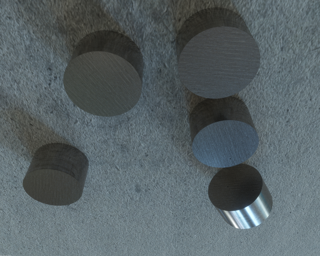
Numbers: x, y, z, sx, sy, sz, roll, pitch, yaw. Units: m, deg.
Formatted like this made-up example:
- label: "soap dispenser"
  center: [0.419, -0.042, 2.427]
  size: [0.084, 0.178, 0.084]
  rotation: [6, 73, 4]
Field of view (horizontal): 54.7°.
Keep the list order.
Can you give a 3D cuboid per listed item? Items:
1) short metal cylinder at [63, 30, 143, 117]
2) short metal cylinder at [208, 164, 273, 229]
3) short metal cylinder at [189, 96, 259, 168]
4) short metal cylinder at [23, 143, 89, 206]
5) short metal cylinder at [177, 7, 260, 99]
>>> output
- label: "short metal cylinder"
  center: [-0.059, -0.059, 0.340]
  size: [0.081, 0.050, 0.079]
  rotation: [0, 130, 0]
- label: "short metal cylinder"
  center: [0.118, 0.100, 0.457]
  size: [0.080, 0.080, 0.050]
  rotation: [-23, 127, 18]
- label: "short metal cylinder"
  center: [0.079, 0.005, 0.396]
  size: [0.081, 0.050, 0.079]
  rotation: [0, 130, 0]
- label: "short metal cylinder"
  center: [-0.148, 0.068, 0.447]
  size: [0.081, 0.050, 0.079]
  rotation: [0, 130, 0]
- label: "short metal cylinder"
  center: [0.058, -0.078, 0.325]
  size: [0.081, 0.050, 0.079]
  rotation: [0, 130, 0]
